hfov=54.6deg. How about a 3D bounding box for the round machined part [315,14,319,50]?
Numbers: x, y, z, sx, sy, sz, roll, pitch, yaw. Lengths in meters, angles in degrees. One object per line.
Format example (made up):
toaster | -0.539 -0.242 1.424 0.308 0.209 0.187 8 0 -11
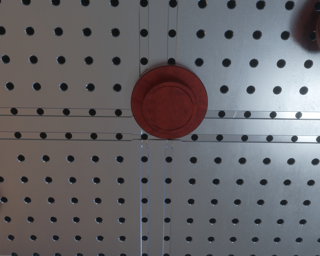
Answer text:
round machined part | 0.230 -0.113 0.351 0.098 0.042 0.097 0 91 18

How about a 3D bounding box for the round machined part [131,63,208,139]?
round machined part | 0.012 -0.030 0.393 0.099 0.042 0.097 0 110 0
